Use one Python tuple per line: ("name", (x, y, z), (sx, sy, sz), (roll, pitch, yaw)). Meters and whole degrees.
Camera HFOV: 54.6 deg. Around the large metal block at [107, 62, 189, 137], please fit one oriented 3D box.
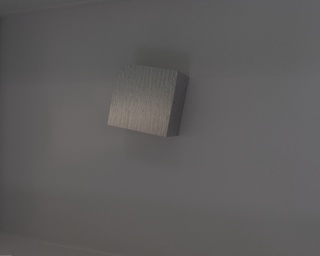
("large metal block", (-0.014, -0.036, 0.403), (0.080, 0.050, 0.080), (12, 94, 19))
